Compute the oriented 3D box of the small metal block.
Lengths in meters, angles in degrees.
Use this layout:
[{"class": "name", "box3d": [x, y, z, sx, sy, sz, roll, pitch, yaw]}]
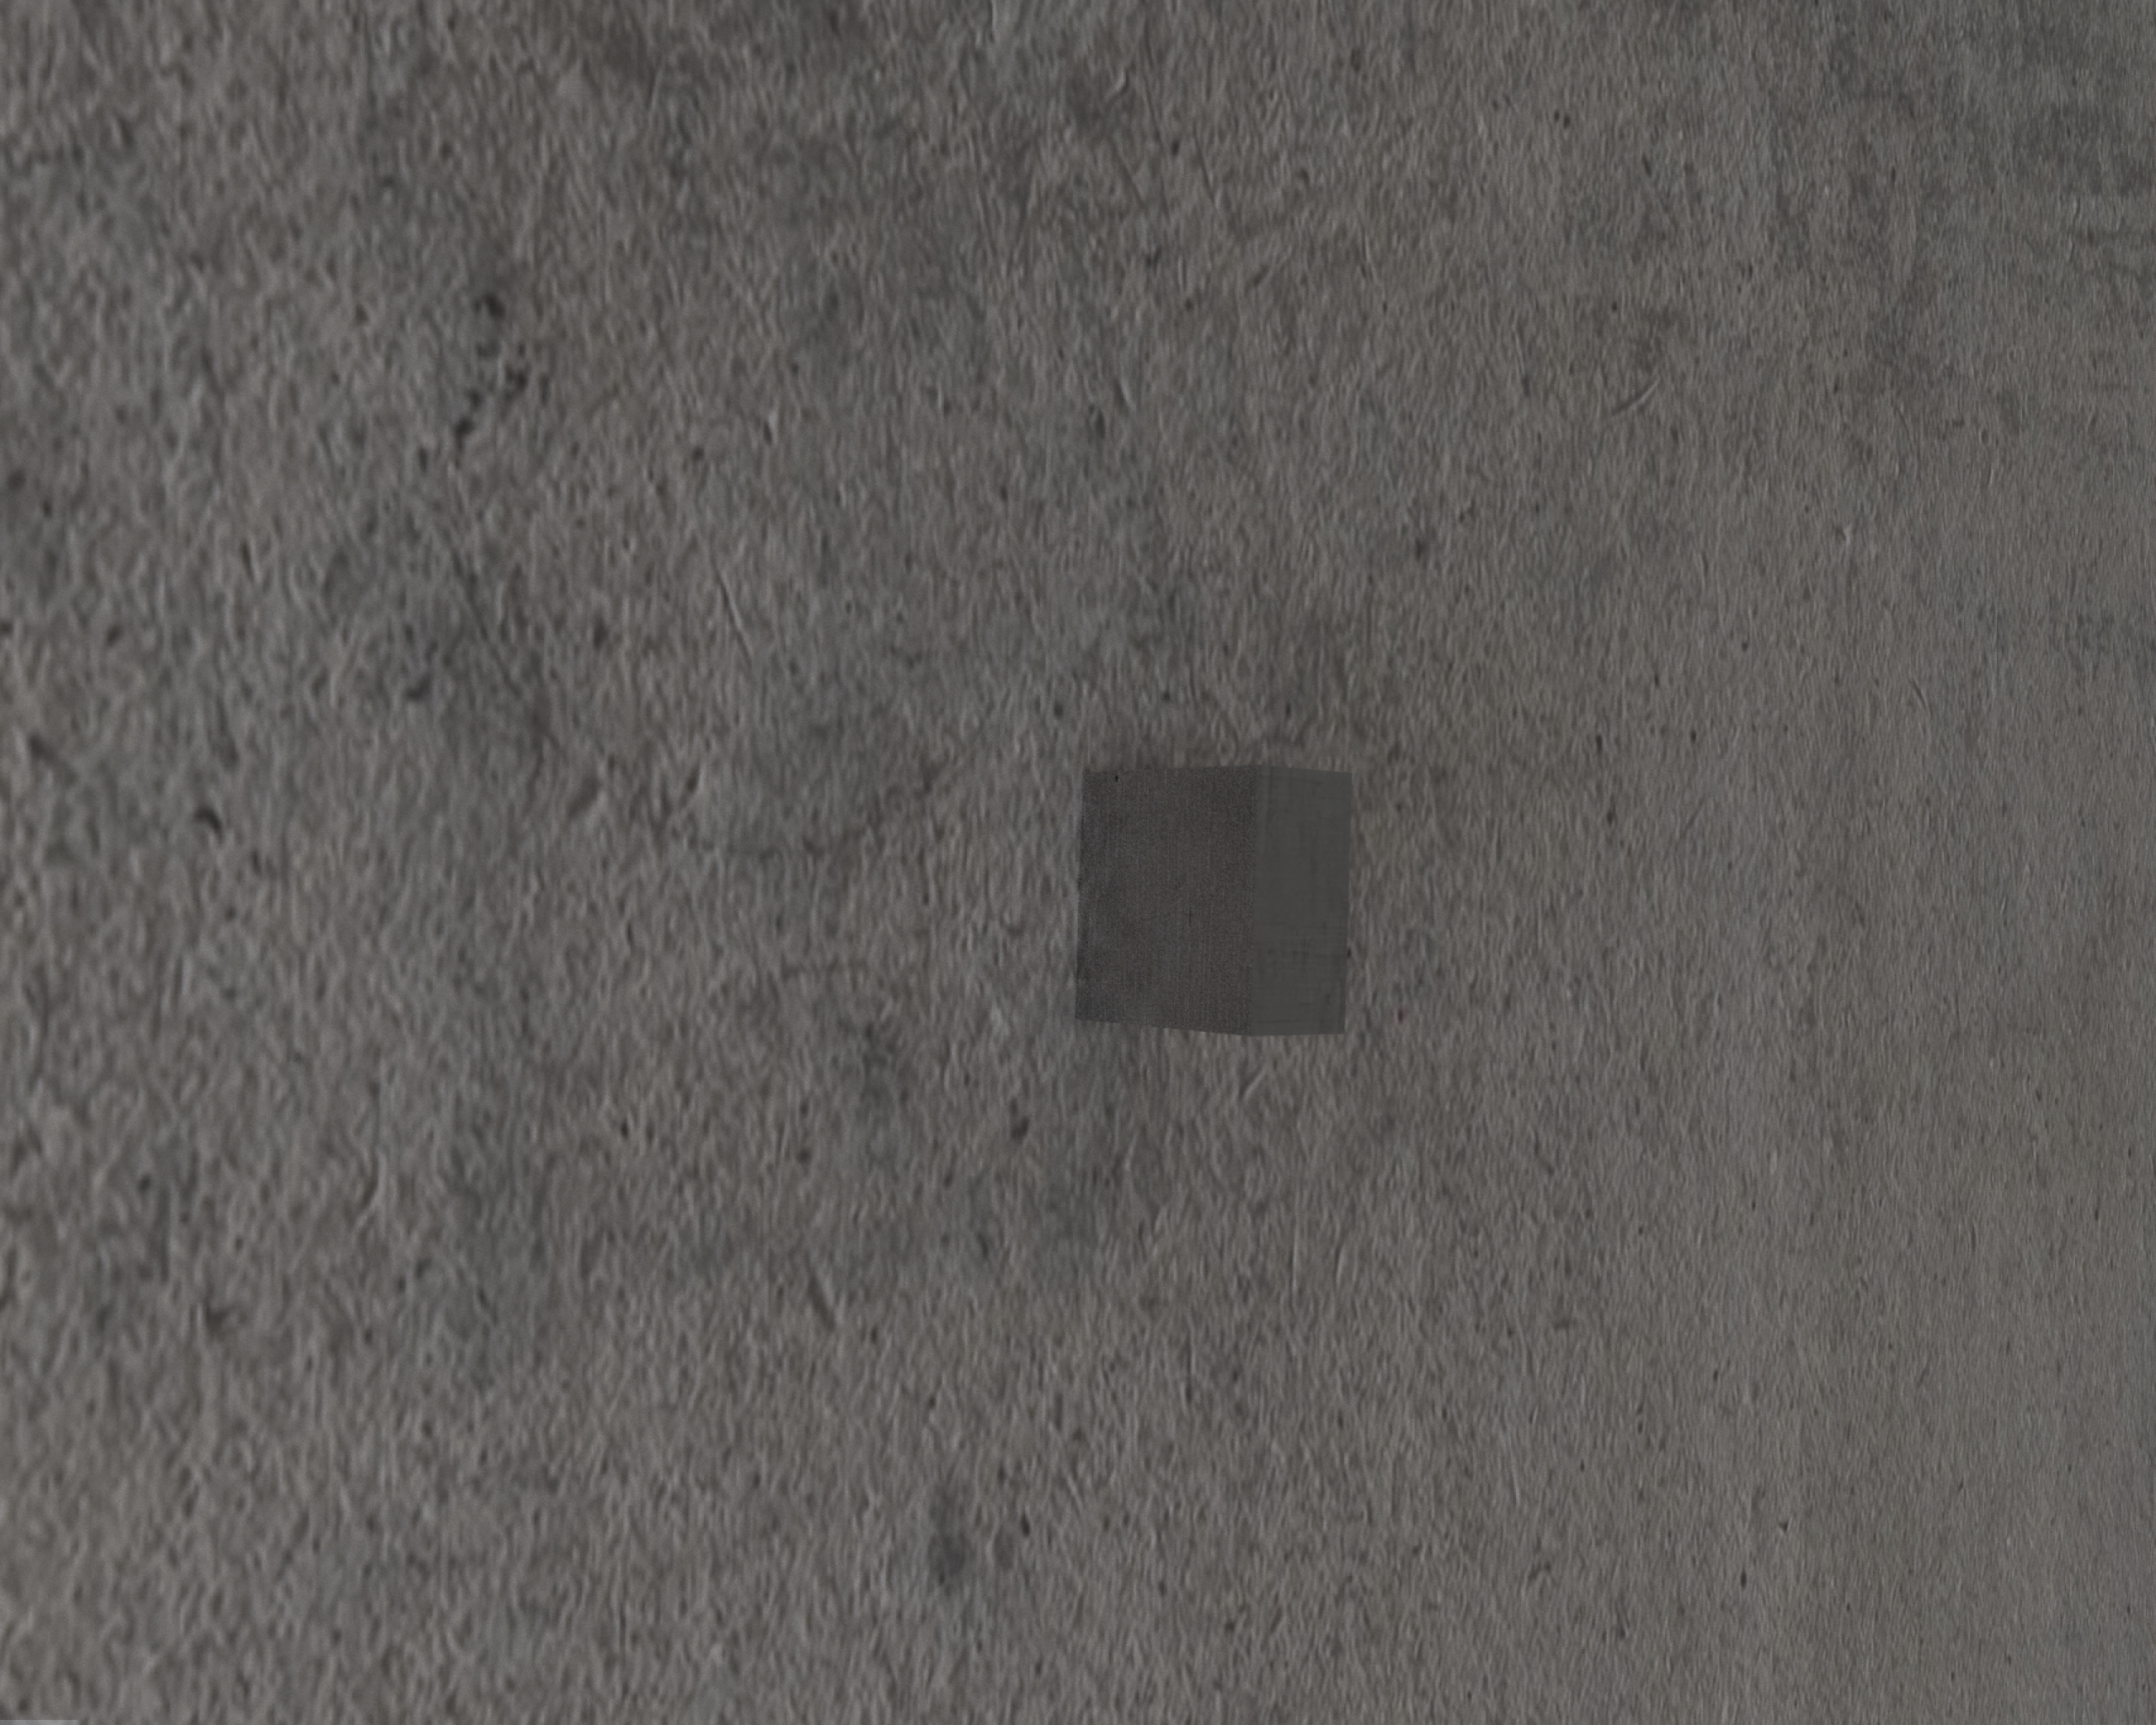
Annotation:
[{"class": "small metal block", "box3d": [0.026, 0.007, 0.409, 0.025, 0.050, 0.050, 3, 88, -40]}]
